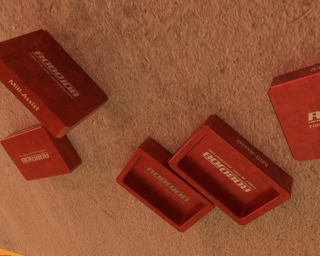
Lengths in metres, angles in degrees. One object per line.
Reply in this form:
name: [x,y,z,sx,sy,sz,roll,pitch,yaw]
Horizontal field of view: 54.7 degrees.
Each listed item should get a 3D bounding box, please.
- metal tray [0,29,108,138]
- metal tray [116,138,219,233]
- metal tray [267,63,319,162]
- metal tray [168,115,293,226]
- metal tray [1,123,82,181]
metal tray: [-0.142,-0.060,0.402,0.130,0.090,0.030,47,129,-5]
metal tray: [0.008,0.085,0.451,0.130,0.030,0.089,38,129,2]
metal tray: [0.182,-0.022,0.294,0.130,0.030,0.090,-16,110,34]
metal tray: [0.086,0.056,0.392,0.130,0.030,0.089,40,129,1]
metal tray: [-0.209,0.041,0.540,0.130,0.030,0.090,-14,112,33]
